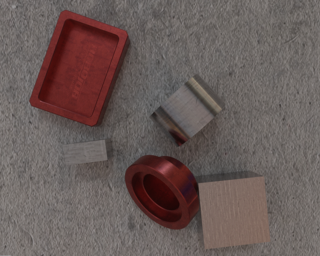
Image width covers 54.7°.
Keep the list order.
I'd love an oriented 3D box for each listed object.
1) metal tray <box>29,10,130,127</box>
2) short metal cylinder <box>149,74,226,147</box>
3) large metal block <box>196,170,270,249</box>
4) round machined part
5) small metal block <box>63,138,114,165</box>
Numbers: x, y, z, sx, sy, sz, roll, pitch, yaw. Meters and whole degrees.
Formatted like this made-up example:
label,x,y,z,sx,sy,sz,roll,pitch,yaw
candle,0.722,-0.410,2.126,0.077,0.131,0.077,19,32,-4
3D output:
label,x,y,z,sx,sy,sz,roll,pitch,yaw
metal tray,-0.103,-0.076,0.406,0.090,0.030,0.129,19,90,-1
short metal cylinder,0.033,-0.022,0.383,0.080,0.080,0.050,-42,91,0
large metal block,0.089,0.102,0.397,0.081,0.050,0.079,-6,90,-3
round machined part,0.007,0.074,0.384,0.098,0.098,0.042,51,51,-1
small metal block,-0.090,0.029,0.396,0.050,0.050,0.025,-7,90,0
